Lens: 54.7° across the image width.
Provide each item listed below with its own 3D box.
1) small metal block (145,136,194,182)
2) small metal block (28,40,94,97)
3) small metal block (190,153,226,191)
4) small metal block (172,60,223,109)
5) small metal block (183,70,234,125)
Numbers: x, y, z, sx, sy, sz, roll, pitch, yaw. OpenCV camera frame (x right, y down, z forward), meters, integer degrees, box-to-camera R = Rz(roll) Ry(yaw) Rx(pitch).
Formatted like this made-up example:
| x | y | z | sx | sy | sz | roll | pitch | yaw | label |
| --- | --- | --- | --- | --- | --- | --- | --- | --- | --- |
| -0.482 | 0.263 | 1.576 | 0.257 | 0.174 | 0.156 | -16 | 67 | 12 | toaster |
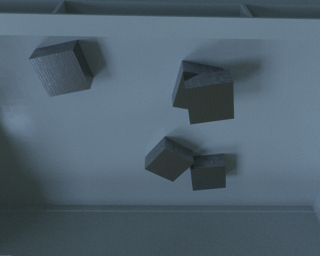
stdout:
| x | y | z | sx | sy | sz | roll | pitch | yaw | label |
| --- | --- | --- | --- | --- | --- | --- | --- | --- | --- |
| 0.013 | 0.046 | 0.449 | 0.050 | 0.025 | 0.050 | 28 | 125 | -22 | small metal block |
| -0.110 | -0.067 | 0.351 | 0.050 | 0.025 | 0.050 | -10 | 130 | 8 | small metal block |
| 0.072 | 0.067 | 0.468 | 0.050 | 0.025 | 0.050 | -6 | 130 | 5 | small metal block |
| 0.045 | -0.048 | 0.369 | 0.050 | 0.025 | 0.050 | 9 | 130 | -8 | small metal block |
| 0.055 | -0.034 | 0.348 | 0.050 | 0.025 | 0.050 | -8 | 130 | 6 | small metal block |
